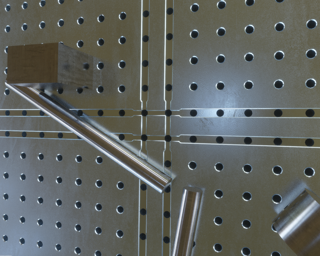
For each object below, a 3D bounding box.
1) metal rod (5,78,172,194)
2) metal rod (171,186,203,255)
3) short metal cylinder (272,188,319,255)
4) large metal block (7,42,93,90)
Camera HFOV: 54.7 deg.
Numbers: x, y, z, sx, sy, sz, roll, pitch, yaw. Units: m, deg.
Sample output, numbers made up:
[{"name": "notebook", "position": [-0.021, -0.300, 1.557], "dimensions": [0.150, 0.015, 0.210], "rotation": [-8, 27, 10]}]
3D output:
[{"name": "metal rod", "position": [-0.113, 0.000, 0.451], "dimensions": [0.300, 0.025, 0.025], "rotation": [32, 100, 16]}, {"name": "metal rod", "position": [0.017, 0.225, 0.405], "dimensions": [0.025, 0.025, 0.298], "rotation": [11, 94, 19]}, {"name": "short metal cylinder", "position": [0.167, 0.110, 0.325], "dimensions": [0.080, 0.080, 0.050], "rotation": [42, 103, 15]}, {"name": "large metal block", "position": [-0.151, -0.083, 0.435], "dimensions": [0.080, 0.080, 0.050], "rotation": [2, 91, 19]}]
